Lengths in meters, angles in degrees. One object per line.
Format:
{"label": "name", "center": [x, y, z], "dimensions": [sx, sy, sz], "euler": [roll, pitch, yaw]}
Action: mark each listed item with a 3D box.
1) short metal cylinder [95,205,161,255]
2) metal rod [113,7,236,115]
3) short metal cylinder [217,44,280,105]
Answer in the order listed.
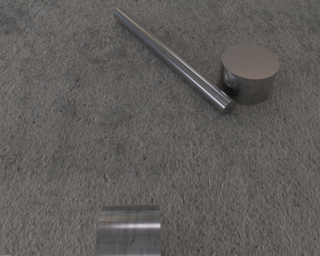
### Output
{"label": "short metal cylinder", "center": [-0.025, 0.110, 0.275], "dimensions": [0.050, 0.080, 0.080], "euler": [-1, 50, -1]}
{"label": "metal rod", "center": [0.009, -0.121, 0.504], "dimensions": [0.025, 0.025, 0.300], "euler": [-28, 56, -22]}
{"label": "short metal cylinder", "center": [0.127, -0.079, 0.454], "dimensions": [0.081, 0.050, 0.080], "euler": [0, 50, 0]}
